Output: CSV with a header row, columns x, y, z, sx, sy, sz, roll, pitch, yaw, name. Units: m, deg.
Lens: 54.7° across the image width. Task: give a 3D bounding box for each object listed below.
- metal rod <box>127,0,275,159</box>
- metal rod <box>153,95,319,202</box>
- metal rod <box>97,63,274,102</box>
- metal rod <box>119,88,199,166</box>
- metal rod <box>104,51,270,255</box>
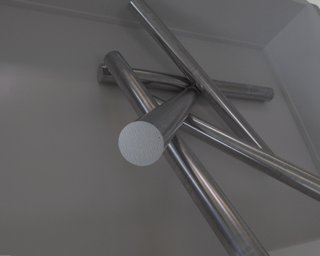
x,y,z,sx,sy,sz,roll,pitch,yaw,name
0.063,-0.064,0.448,0.300,0.025,0.025,48,51,-6,metal rod
0.110,0.033,0.367,0.300,0.025,0.025,28,48,21,metal rod
0.056,-0.066,0.475,0.302,0.025,0.025,3,61,-27,metal rod
0.018,-0.019,0.312,0.025,0.025,0.301,42,15,1,metal rod
0.008,0.011,0.306,0.025,0.025,0.300,-8,46,-32,metal rod
